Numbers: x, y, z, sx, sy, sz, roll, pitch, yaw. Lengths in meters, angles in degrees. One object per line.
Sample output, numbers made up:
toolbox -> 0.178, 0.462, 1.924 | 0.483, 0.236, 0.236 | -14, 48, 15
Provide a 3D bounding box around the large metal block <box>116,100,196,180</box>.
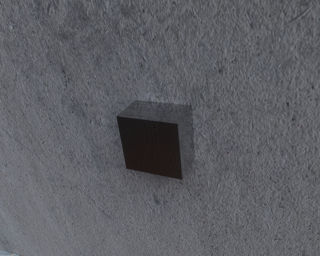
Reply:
large metal block -> -0.002, 0.013, 0.400 | 0.080, 0.050, 0.079 | 8, 122, 24
